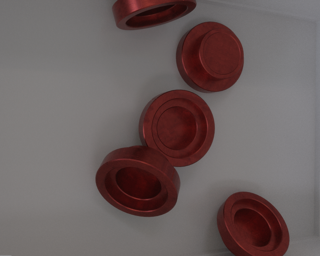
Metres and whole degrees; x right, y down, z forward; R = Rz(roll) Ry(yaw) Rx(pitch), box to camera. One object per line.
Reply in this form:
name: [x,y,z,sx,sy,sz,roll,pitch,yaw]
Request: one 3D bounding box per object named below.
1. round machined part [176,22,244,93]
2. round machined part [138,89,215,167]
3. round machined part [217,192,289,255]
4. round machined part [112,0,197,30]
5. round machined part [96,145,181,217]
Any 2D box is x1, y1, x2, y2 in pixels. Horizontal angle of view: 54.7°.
round machined part: [0.076,-0.099,0.429,0.099,0.042,0.097,0,90,-20]
round machined part: [0.019,0.000,0.408,0.099,0.042,0.097,0,90,-20]
round machined part: [0.123,0.141,0.429,0.099,0.042,0.098,14,43,-13]
round machined part: [-0.009,-0.153,0.368,0.099,0.098,0.042,-16,96,-19]
round machined part: [-0.023,0.060,0.374,0.098,0.098,0.042,40,37,-16]
